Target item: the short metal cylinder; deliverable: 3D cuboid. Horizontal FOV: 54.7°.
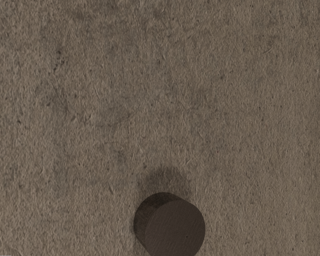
[{"bbox_3d":[0.011,0.128,0.401,0.081,0.050,0.079,0,90,-21],"label":"short metal cylinder"}]
